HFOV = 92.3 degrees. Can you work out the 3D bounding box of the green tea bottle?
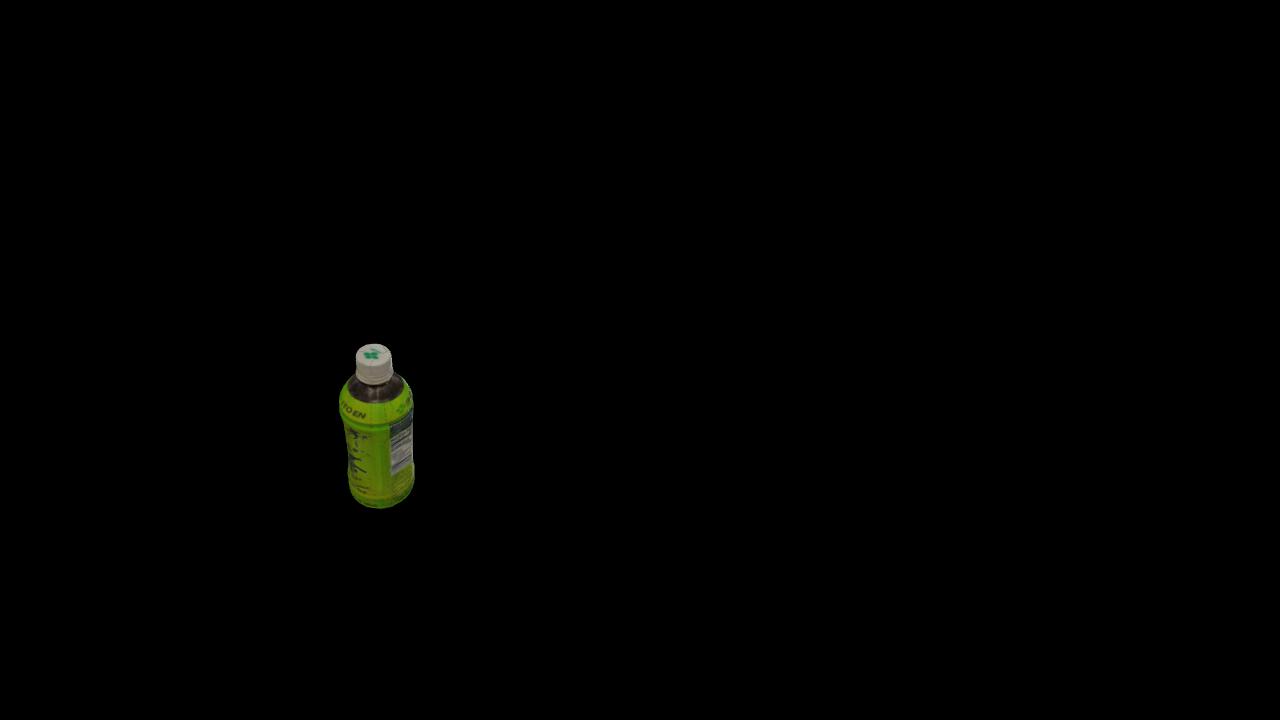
[{"bbox_3d":[-0.268,0.069,0.633,0.073,0.212,0.073,12,41,-10],"label":"green tea bottle"}]
